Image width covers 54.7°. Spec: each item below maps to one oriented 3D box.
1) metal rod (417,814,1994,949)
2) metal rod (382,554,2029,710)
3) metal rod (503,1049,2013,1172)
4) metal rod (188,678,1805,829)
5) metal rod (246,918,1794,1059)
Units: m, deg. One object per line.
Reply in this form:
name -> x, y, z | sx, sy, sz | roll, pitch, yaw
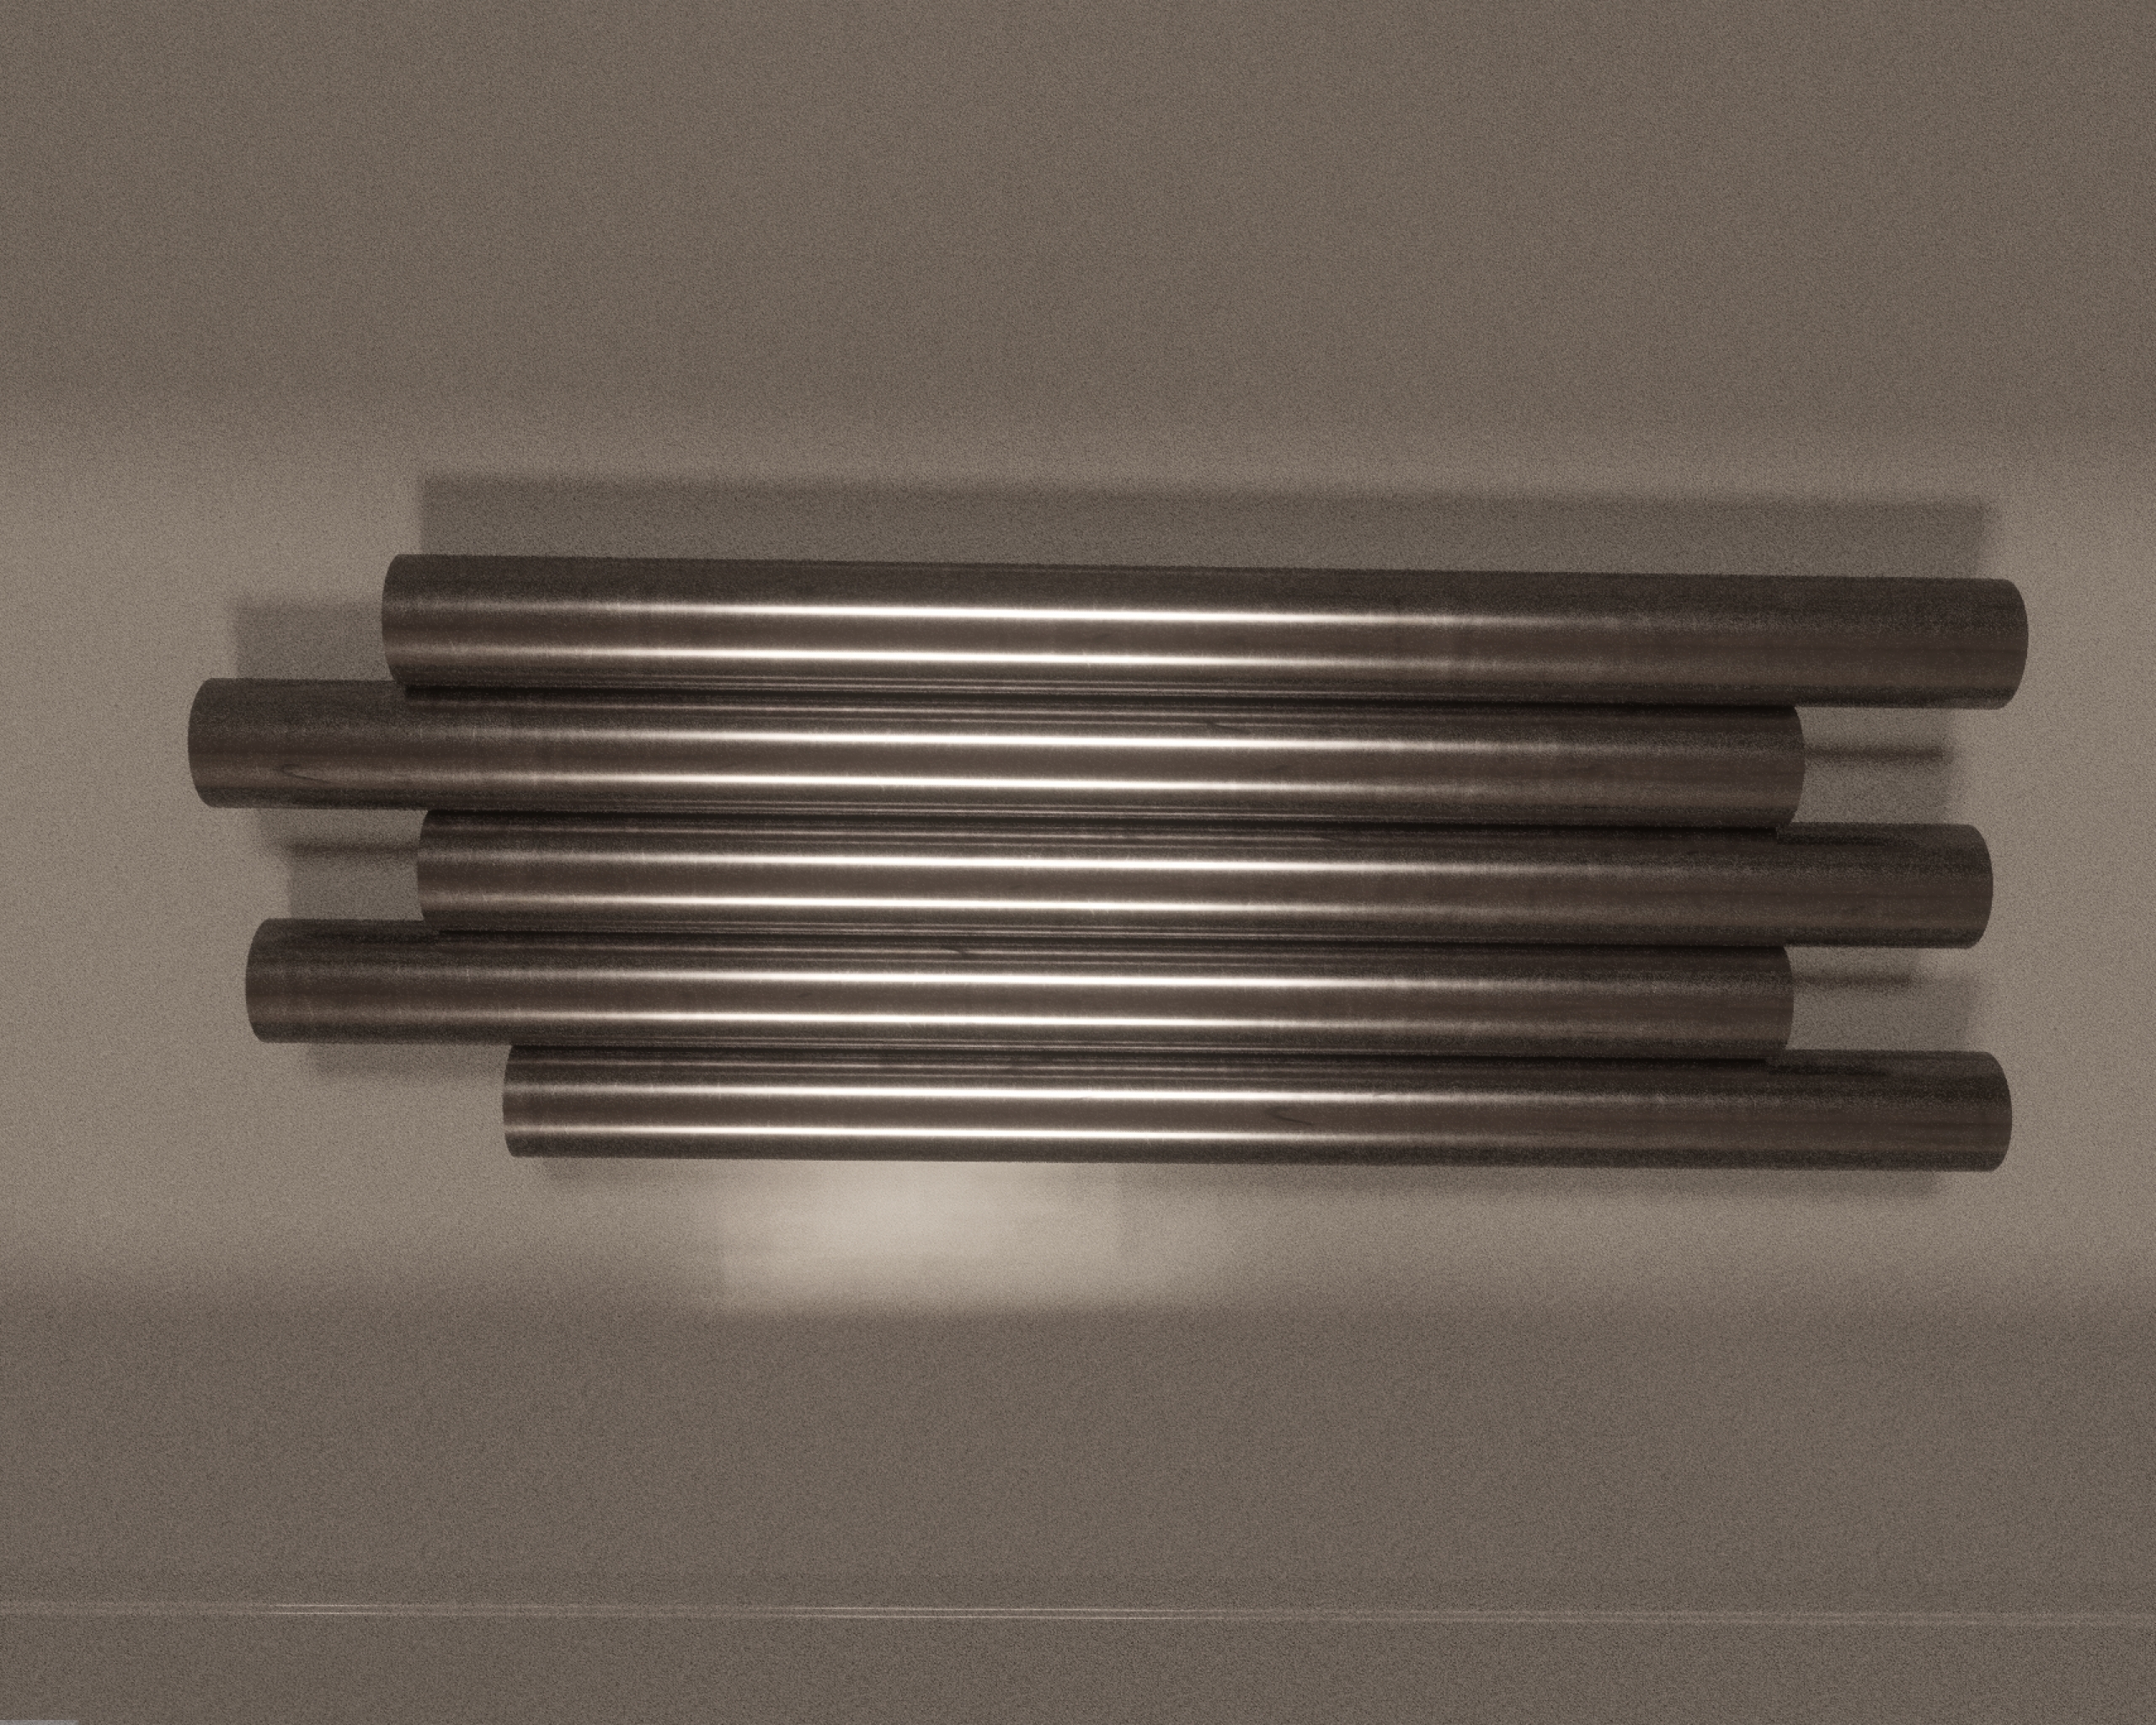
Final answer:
metal rod -> 0.025, 0.003, 0.411 | 0.302, 0.025, 0.025 | 1, 110, -1
metal rod -> 0.024, -0.043, 0.394 | 0.302, 0.025, 0.025 | 1, 110, -1
metal rod -> 0.037, 0.050, 0.429 | 0.302, 0.025, 0.025 | 1, 110, -1
metal rod -> -0.014, -0.021, 0.402 | 0.302, 0.025, 0.025 | 1, 110, -1
metal rod -> -0.010, 0.025, 0.419 | 0.302, 0.025, 0.025 | 1, 110, -1
